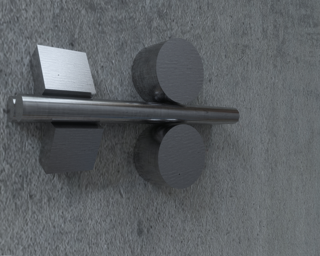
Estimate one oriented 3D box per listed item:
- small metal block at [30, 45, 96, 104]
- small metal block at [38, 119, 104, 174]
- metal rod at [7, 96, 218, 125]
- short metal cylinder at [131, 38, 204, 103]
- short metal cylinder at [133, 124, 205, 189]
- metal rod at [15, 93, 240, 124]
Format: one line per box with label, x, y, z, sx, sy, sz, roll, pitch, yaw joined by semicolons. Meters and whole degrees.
small metal block;-0.098;-0.052;0.312;0.050;0.025;0.050;0;63;-40
small metal block;-0.091;0.017;0.317;0.050;0.025;0.050;1;116;-41
metal rod;-0.024;-0.017;0.386;0.302;0.025;0.025;0;90;-40
short metal cylinder;0.011;-0.070;0.398;0.081;0.050;0.079;0;90;-40
short metal cylinder;0.013;0.035;0.400;0.081;0.050;0.079;0;90;-40
metal rod;-0.007;-0.018;0.368;0.302;0.025;0.025;0;90;-40
